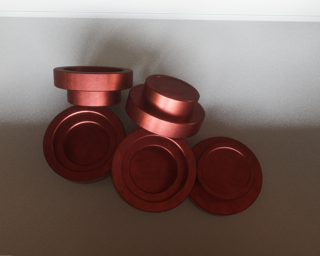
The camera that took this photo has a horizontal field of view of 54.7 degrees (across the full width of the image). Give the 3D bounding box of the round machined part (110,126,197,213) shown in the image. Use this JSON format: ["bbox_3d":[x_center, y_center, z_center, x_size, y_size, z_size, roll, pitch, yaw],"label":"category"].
[{"bbox_3d":[-0.010,0.050,0.368,0.099,0.042,0.098,3,76,-13],"label":"round machined part"}]

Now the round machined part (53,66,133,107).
[{"bbox_3d":[-0.084,-0.054,0.399,0.099,0.098,0.042,3,106,0],"label":"round machined part"}]

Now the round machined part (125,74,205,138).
[{"bbox_3d":[0.010,-0.033,0.382,0.099,0.042,0.098,15,30,-8],"label":"round machined part"}]

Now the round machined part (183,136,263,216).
[{"bbox_3d":[0.077,0.056,0.379,0.099,0.042,0.098,0,70,-1],"label":"round machined part"}]

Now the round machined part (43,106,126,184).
[{"bbox_3d":[-0.090,0.022,0.389,0.099,0.042,0.098,0,70,-1],"label":"round machined part"}]
